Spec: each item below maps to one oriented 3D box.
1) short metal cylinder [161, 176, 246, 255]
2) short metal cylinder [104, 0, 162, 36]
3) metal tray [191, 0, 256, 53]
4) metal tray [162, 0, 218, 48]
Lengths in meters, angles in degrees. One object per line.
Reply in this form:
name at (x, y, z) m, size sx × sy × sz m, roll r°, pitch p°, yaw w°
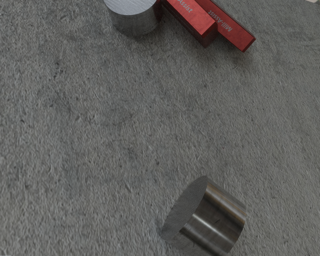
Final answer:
short metal cylinder at (0.046, 0.099, 0.333) m, size 0.050 × 0.080 × 0.080 m, roll 37°, pitch 51°, yaw -4°
short metal cylinder at (-0.038, -0.184, 0.457) m, size 0.080 × 0.050 × 0.080 m, roll -1°, pitch 73°, yaw 5°
metal tray at (0.108, -0.192, 0.550) m, size 0.130 × 0.030 × 0.090 m, roll 39°, pitch 25°, yaw -4°
metal tray at (0.039, -0.194, 0.506) m, size 0.130 × 0.030 × 0.090 m, roll 47°, pitch 10°, yaw 4°
